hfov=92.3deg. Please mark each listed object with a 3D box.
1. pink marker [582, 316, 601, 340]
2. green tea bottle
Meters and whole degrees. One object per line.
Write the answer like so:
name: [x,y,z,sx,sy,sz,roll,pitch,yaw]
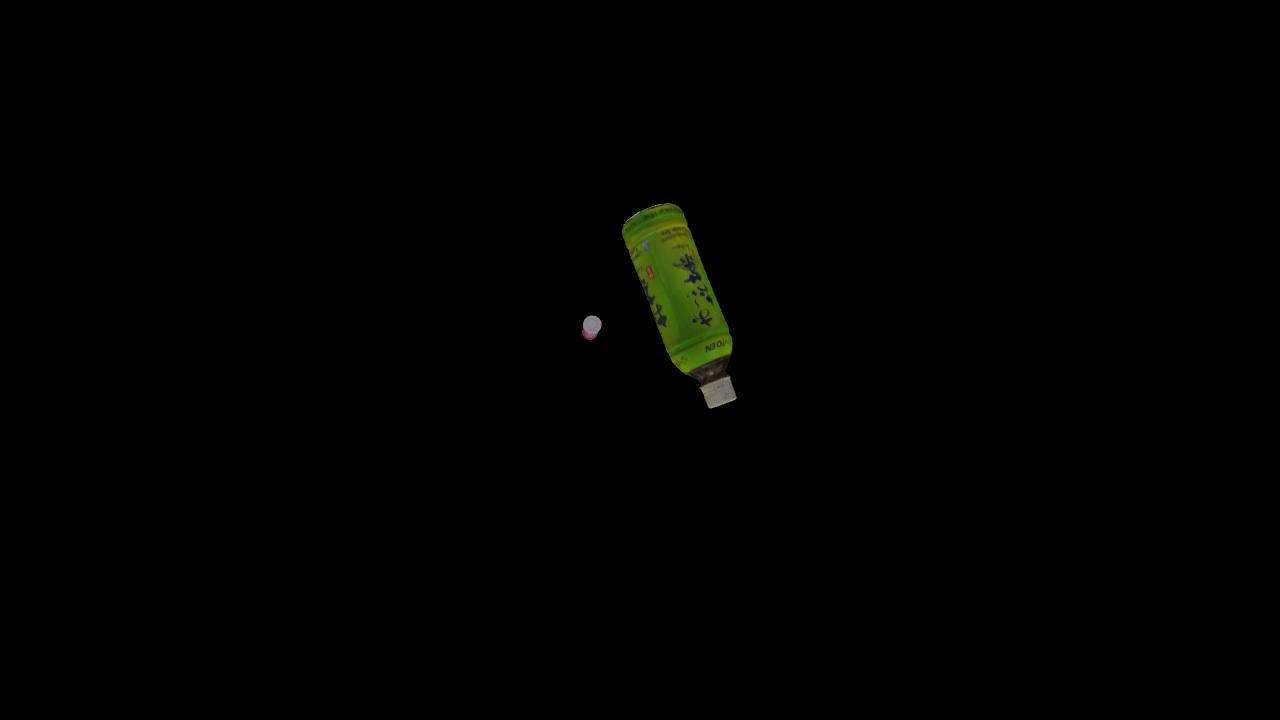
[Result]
pink marker: [-0.055,-0.034,0.685,0.020,0.020,0.121,0,-1,-6]
green tea bottle: [0.048,-0.053,0.635,0.073,0.212,0.073,-22,-7,-3]
